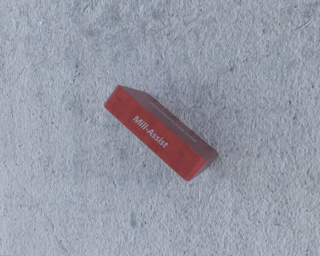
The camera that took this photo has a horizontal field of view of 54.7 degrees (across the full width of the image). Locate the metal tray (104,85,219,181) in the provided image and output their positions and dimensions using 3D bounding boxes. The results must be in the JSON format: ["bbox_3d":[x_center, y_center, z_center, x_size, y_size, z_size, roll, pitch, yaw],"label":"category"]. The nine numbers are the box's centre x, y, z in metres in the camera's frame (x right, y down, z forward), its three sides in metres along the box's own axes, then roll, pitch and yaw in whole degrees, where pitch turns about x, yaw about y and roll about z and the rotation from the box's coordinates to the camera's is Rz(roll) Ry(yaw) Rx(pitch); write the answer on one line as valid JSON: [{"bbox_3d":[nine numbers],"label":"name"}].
[{"bbox_3d":[0.005,0.003,0.373,0.130,0.090,0.030,41,103,15],"label":"metal tray"}]
